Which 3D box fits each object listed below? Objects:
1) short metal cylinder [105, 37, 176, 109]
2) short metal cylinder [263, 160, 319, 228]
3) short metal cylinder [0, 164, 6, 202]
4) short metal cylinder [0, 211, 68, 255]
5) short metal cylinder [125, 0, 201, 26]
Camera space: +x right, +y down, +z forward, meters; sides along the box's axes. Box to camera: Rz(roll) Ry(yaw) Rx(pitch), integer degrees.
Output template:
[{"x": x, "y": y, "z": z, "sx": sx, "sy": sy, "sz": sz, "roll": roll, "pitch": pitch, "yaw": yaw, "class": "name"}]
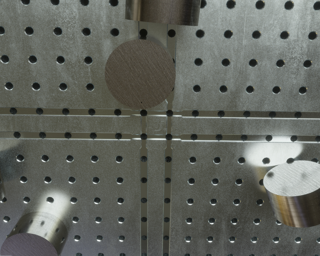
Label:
[{"x": -0.022, "y": -0.068, "z": 0.375, "sx": 0.081, "sy": 0.050, "sz": 0.079, "roll": 0, "pitch": 110, "yaw": 0, "class": "short metal cylinder"}, {"x": 0.187, "y": 0.087, "z": 0.418, "sx": 0.080, "sy": 0.080, "sz": 0.050, "roll": -20, "pitch": 109, "yaw": 7, "class": "short metal cylinder"}, {"x": -0.253, "y": 0.073, "z": 0.409, "sx": 0.081, "sy": 0.080, "sz": 0.050, "roll": 0, "pitch": 110, "yaw": 0, "class": "short metal cylinder"}, {"x": -0.185, "y": 0.173, "z": 0.462, "sx": 0.081, "sy": 0.050, "sz": 0.079, "roll": 0, "pitch": 110, "yaw": 0, "class": "short metal cylinder"}, {"x": 0.004, "y": -0.140, "z": 0.332, "sx": 0.081, "sy": 0.080, "sz": 0.050, "roll": 5, "pitch": 110, "yaw": -2, "class": "short metal cylinder"}]
